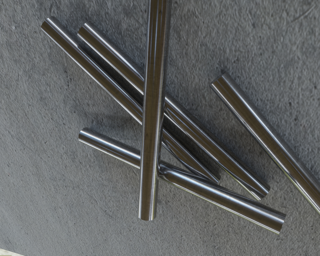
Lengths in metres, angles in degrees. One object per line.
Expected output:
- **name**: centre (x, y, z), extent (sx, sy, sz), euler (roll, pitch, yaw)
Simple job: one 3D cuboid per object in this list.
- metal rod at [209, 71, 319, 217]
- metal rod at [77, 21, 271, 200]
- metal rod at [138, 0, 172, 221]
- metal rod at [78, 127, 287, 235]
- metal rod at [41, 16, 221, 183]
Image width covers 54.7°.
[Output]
- **metal rod**: centre (0.162, 0.057, 0.356), extent (0.300, 0.025, 0.025), euler (48, 129, -6)
- **metal rod**: centre (0.018, -0.020, 0.384), extent (0.300, 0.025, 0.025), euler (42, 129, -2)
- **metal rod**: centre (-0.008, -0.021, 0.362), extent (0.025, 0.025, 0.298), euler (13, 113, 21)
- **metal rod**: centre (0.011, 0.060, 0.411), extent (0.300, 0.025, 0.025), euler (21, 127, 25)
- **metal rod**: centre (-0.036, -0.031, 0.406), extent (0.300, 0.025, 0.025), euler (44, 129, -3)
